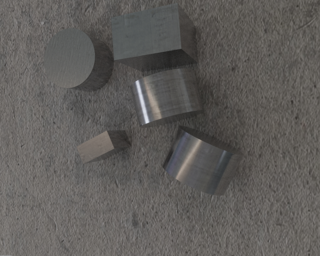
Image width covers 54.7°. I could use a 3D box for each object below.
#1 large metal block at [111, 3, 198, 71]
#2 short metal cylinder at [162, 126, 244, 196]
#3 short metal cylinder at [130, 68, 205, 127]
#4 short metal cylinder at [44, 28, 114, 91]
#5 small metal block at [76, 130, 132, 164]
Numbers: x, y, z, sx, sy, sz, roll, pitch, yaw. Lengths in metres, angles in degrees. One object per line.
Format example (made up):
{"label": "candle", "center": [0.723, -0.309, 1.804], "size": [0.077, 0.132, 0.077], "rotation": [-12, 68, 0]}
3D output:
{"label": "large metal block", "center": [-0.003, -0.106, 0.381], "size": [0.080, 0.080, 0.050], "rotation": [-5, 89, 20]}
{"label": "short metal cylinder", "center": [0.049, 0.036, 0.362], "size": [0.080, 0.080, 0.050], "rotation": [26, 99, 18]}
{"label": "short metal cylinder", "center": [0.009, -0.034, 0.377], "size": [0.080, 0.080, 0.050], "rotation": [-16, 85, 19]}
{"label": "short metal cylinder", "center": [-0.113, -0.093, 0.435], "size": [0.080, 0.050, 0.079], "rotation": [0, 90, 20]}
{"label": "small metal block", "center": [-0.075, 0.025, 0.422], "size": [0.050, 0.050, 0.025], "rotation": [-27, 81, 18]}
